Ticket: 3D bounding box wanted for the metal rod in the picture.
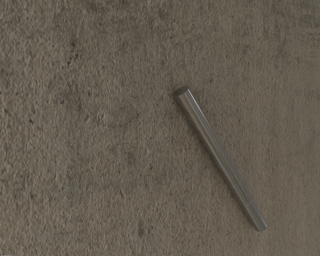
[{"bbox_3d":[0.104,0.062,0.490,0.025,0.025,0.300,-49,119,-29],"label":"metal rod"}]
